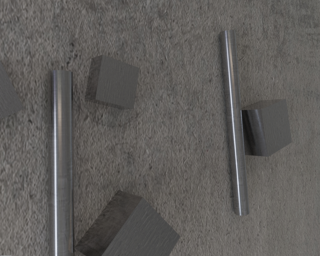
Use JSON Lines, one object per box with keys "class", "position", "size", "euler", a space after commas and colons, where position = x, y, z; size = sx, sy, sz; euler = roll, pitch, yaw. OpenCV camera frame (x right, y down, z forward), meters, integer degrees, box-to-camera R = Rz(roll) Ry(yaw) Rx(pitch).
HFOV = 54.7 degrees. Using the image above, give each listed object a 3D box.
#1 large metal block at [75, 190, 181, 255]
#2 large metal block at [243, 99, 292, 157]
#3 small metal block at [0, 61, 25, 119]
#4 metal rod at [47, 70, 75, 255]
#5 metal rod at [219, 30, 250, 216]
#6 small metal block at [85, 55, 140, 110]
{"class": "large metal block", "position": [-0.035, 0.132, 0.359], "size": [0.080, 0.050, 0.080], "euler": [-53, 121, -27]}
{"class": "large metal block", "position": [0.182, -0.002, 0.541], "size": [0.081, 0.050, 0.080], "euler": [-20, 103, -38]}
{"class": "small metal block", "position": [-0.158, -0.029, 0.272], "size": [0.050, 0.025, 0.050], "euler": [-32, 110, -35]}
{"class": "metal rod", "position": [-0.101, 0.092, 0.319], "size": [0.025, 0.025, 0.298], "euler": [-1, 91, -40]}
{"class": "metal rod", "position": [0.123, -0.006, 0.506], "size": [0.025, 0.025, 0.298], "euler": [-10, 96, -40]}
{"class": "small metal block", "position": [-0.055, -0.051, 0.359], "size": [0.050, 0.025, 0.050], "euler": [12, 82, -39]}
